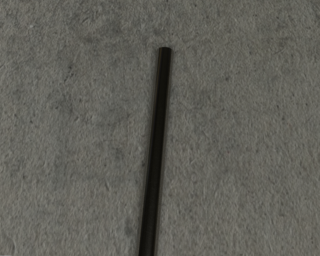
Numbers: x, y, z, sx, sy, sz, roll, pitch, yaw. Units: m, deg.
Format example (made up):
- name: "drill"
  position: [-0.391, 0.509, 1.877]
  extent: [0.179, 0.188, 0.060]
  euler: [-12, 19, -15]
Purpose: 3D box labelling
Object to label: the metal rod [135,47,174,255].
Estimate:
- name: "metal rod"
  position: [-0.005, 0.030, 0.397]
  extent: [0.025, 0.025, 0.299]
  euler: [5, 70, 1]
